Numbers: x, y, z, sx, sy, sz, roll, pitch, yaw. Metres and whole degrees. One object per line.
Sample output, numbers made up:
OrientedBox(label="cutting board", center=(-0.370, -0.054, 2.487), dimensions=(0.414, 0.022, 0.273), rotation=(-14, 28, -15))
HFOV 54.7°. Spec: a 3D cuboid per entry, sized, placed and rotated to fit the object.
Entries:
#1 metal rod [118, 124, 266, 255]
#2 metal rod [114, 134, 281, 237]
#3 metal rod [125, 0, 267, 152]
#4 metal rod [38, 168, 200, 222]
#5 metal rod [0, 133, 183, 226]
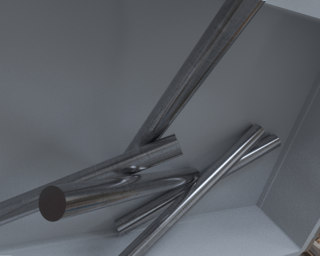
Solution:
OrientedBox(label="metal rod", center=(0.052, 0.095, 0.453), dimensions=(0.301, 0.025, 0.025), rotation=(-40, 131, -19))
OrientedBox(label="metal rod", center=(0.068, 0.087, 0.502), dimensions=(0.302, 0.025, 0.025), rotation=(-27, 128, -12))
OrientedBox(label="metal rod", center=(0.002, -0.012, 0.326), dimensions=(0.025, 0.025, 0.298), rotation=(4, 141, -31))
OrientedBox(label="metal rod", center=(-0.012, 0.064, 0.352), dimensions=(0.025, 0.025, 0.301), rotation=(-55, 157, 11))
OrientedBox(label="metal rod", center=(-0.119, 0.073, 0.339), dimensions=(0.301, 0.025, 0.025), rotation=(-22, 129, 3))
